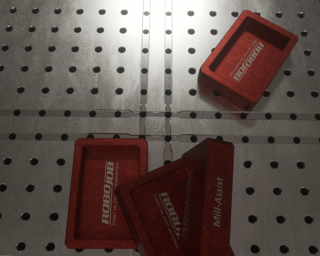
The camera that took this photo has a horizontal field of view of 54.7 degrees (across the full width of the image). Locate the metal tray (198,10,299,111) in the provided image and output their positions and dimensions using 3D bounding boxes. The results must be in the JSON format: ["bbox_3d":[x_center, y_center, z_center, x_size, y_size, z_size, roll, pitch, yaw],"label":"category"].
[{"bbox_3d":[0.127,-0.100,0.447,0.090,0.030,0.130,34,73,11],"label":"metal tray"}]

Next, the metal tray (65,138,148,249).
[{"bbox_3d":[-0.061,0.078,0.379,0.091,0.030,0.130,0,70,-1],"label":"metal tray"}]

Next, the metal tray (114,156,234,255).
[{"bbox_3d":[0.016,0.108,0.345,0.091,0.030,0.129,-21,81,-24],"label":"metal tray"}]

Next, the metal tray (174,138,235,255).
[{"bbox_3d":[0.045,0.085,0.344,0.030,0.090,0.130,12,70,-12],"label":"metal tray"}]
